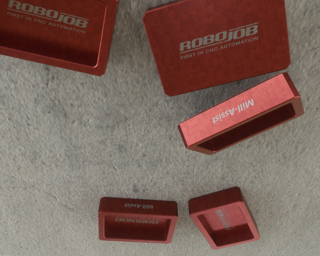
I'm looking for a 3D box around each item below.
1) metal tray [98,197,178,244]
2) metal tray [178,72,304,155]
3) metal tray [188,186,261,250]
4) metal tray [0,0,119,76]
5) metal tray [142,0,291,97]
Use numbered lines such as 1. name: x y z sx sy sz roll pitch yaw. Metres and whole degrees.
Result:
1. metal tray: -0.040 0.163 0.542 0.131 0.030 0.089 5 130 -5
2. metal tray: 0.098 -0.010 0.367 0.130 0.030 0.090 -27 159 20
3. metal tray: 0.114 0.162 0.543 0.090 0.030 0.130 -20 128 15
4. metal tray: -0.112 -0.109 0.308 0.131 0.030 0.089 11 129 -10
5. metal tray: 0.058 -0.091 0.315 0.131 0.030 0.090 -13 116 10
